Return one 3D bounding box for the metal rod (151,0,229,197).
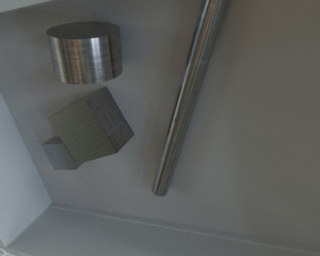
[{"bbox_3d":[0.029,-0.024,0.377,0.025,0.025,0.298,24,127,13],"label":"metal rod"}]

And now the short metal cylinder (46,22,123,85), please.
[{"bbox_3d":[-0.086,-0.090,0.361,0.080,0.080,0.050,13,124,21],"label":"short metal cylinder"}]

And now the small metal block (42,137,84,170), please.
[{"bbox_3d":[-0.161,0.042,0.517,0.050,0.025,0.050,-5,116,30],"label":"small metal block"}]

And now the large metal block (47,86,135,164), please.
[{"bbox_3d":[-0.097,-0.002,0.440,0.080,0.050,0.080,-18,109,34],"label":"large metal block"}]
